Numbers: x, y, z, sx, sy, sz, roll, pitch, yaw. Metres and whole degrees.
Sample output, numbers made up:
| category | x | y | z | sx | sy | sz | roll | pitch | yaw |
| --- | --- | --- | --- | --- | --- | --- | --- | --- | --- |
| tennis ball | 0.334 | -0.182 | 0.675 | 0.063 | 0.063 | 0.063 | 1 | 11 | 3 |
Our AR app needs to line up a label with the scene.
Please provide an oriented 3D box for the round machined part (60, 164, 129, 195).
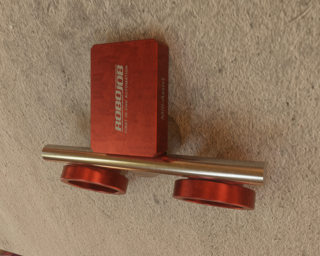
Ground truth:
| category | x | y | z | sx | sy | sz | roll | pitch | yaw |
| --- | --- | --- | --- | --- | --- | --- | --- | --- | --- |
| round machined part | -0.095 | 0.069 | 0.467 | 0.099 | 0.042 | 0.098 | 9 | 159 | 4 |

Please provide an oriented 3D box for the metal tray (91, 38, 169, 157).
| category | x | y | z | sx | sy | sz | roll | pitch | yaw |
| --- | --- | --- | --- | --- | --- | --- | --- | --- | --- |
| metal tray | -0.037 | -0.034 | 0.367 | 0.090 | 0.030 | 0.129 | 2 | 93 | 26 |

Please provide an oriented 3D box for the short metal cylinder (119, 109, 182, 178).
| category | x | y | z | sx | sy | sz | roll | pitch | yaw |
| --- | --- | --- | --- | --- | --- | --- | --- | --- | --- |
| short metal cylinder | -0.017 | 0.019 | 0.412 | 0.080 | 0.050 | 0.079 | 13 | 124 | 20 |

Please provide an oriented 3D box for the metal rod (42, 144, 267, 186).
| category | x | y | z | sx | sy | sz | roll | pitch | yaw |
| --- | --- | --- | --- | --- | --- | --- | --- | --- | --- |
| metal rod | -0.027 | 0.041 | 0.383 | 0.301 | 0.025 | 0.025 | 2 | 120 | 26 |

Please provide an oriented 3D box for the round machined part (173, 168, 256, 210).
| category | x | y | z | sx | sy | sz | roll | pitch | yaw |
| --- | --- | --- | --- | --- | --- | --- | --- | --- | --- |
| round machined part | 0.067 | 0.072 | 0.383 | 0.099 | 0.042 | 0.098 | 9 | 164 | 3 |
